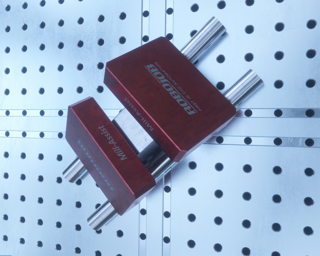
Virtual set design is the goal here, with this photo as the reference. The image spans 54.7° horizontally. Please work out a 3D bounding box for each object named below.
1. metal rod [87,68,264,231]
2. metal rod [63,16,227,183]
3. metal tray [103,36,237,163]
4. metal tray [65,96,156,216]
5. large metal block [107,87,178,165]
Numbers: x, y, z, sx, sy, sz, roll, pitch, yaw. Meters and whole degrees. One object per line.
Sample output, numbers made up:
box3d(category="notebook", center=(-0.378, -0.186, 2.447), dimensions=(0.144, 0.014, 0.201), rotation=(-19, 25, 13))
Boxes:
box3d(category="metal rod", center=(0.011, 0.037, 0.408), dimensions=(0.299, 0.025, 0.025), rotation=(-43, 77, 14))
box3d(category="metal rod", center=(-0.030, -0.030, 0.422), dimensions=(0.299, 0.025, 0.025), rotation=(-44, 77, 14))
box3d(category="metal tray", center=(0.010, -0.037, 0.350), dimensions=(0.091, 0.030, 0.130), rotation=(-34, 75, -29))
box3d(category="metal tray", center=(-0.066, 0.037, 0.377), dimensions=(0.130, 0.030, 0.090), rotation=(52, 149, 12))
box3d(category="large metal block", center=(-0.013, -0.002, 0.386), dimensions=(0.080, 0.080, 0.050), rotation=(-44, 77, 14))
